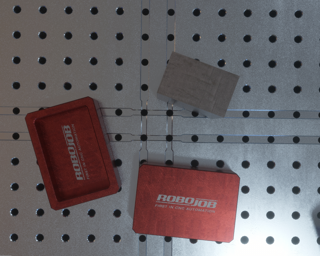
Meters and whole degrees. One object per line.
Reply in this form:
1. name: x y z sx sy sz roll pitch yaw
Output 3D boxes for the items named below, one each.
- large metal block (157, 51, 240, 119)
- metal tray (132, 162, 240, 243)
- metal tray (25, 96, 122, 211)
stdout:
1. large metal block: 0.043 -0.049 0.386 0.080 0.080 0.050 20 90 0
2. metal tray: 0.034 0.097 0.411 0.131 0.030 0.089 6 90 0
3. metal tray: -0.112 0.032 0.409 0.090 0.030 0.129 -16 90 0
